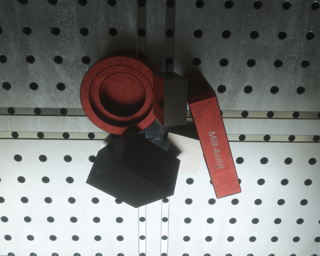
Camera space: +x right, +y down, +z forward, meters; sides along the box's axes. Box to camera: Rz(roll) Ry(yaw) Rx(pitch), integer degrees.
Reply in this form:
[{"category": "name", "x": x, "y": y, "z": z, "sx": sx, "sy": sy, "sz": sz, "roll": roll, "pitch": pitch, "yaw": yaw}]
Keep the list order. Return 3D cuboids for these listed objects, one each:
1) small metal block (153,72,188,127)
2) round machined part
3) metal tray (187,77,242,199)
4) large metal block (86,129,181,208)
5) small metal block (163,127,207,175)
[{"category": "small metal block", "x": 0.010, "y": -0.034, "z": 0.344, "sx": 0.025, "sy": 0.050, "sz": 0.050, "roll": -5, "pitch": 109, "yaw": -14}, {"category": "round machined part", "x": -0.046, "y": -0.044, "z": 0.387, "sx": 0.099, "sy": 0.042, "sz": 0.097, "roll": 0, "pitch": 110, "yaw": -1}, {"category": "metal tray", "x": 0.062, "y": 0.009, "z": 0.383, "sx": 0.030, "sy": 0.090, "sz": 0.129, "roll": -17, "pitch": 110, "yaw": 6}, {"category": "large metal block", "x": -0.034, "y": 0.056, "z": 0.396, "sx": 0.080, "sy": 0.050, "sz": 0.080, "roll": 34, "pitch": 139, "yaw": -23}, {"category": "small metal block", "x": 0.033, "y": 0.030, "z": 0.419, "sx": 0.050, "sy": 0.025, "sz": 0.050, "roll": 15, "pitch": 114, "yaw": 5}]
